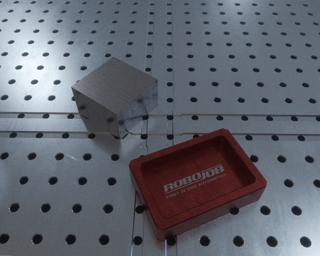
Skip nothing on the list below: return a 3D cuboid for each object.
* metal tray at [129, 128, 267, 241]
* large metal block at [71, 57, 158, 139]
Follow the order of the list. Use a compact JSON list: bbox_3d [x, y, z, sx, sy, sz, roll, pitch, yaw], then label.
[{"bbox_3d":[0.041,0.059,0.354,0.131,0.030,0.090,-18,52,-15],"label":"metal tray"},{"bbox_3d":[-0.059,-0.044,0.428,0.080,0.050,0.080,31,56,23],"label":"large metal block"}]
